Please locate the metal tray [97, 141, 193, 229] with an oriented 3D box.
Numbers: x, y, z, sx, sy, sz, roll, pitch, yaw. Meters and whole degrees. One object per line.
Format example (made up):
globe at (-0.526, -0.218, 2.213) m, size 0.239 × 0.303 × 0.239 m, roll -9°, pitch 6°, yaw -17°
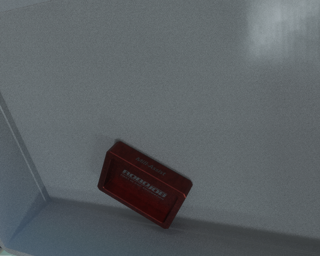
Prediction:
metal tray at (-0.026, 0.088, 0.471) m, size 0.130 × 0.030 × 0.089 m, roll 29°, pitch 128°, yaw 9°
